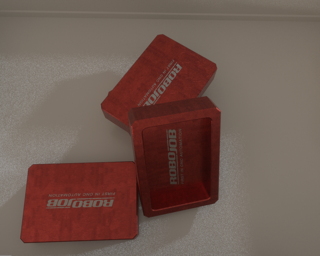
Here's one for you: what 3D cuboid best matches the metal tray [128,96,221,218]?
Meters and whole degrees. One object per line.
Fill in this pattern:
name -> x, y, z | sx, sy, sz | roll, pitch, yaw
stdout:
metal tray -> 0.018, 0.035, 0.343 | 0.091, 0.129, 0.030 | -10, 31, -9

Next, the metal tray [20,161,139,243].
metal tray -> -0.092, 0.089, 0.373 | 0.131, 0.030, 0.090 | -2, 70, -1

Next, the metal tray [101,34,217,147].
metal tray -> 0.001, -0.047, 0.392 | 0.090, 0.030, 0.130 | 33, 73, 11

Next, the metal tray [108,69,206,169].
metal tray -> 0.001, -0.012, 0.411 | 0.090, 0.030, 0.130 | -31, 73, -11
